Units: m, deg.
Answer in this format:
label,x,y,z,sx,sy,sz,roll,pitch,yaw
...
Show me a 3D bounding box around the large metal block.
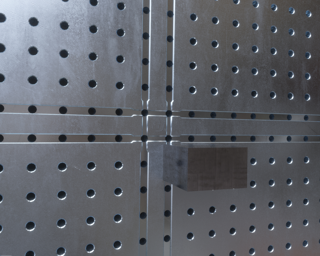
label,x,y,z,sx,sy,sz,roll,pitch,yaw
large metal block,0.056,0.048,0.404,0.081,0.080,0.050,1,90,-20
